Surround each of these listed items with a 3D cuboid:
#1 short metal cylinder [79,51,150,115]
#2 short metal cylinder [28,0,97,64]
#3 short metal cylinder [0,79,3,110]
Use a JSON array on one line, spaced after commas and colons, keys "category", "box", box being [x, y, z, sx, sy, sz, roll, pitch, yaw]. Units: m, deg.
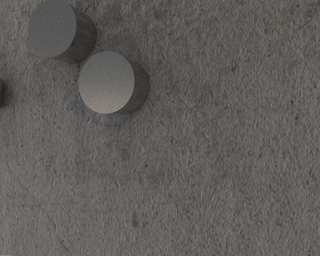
[{"category": "short metal cylinder", "box": [-0.060, -0.058, 0.417, 0.080, 0.050, 0.080, 0, 90, 20]}, {"category": "short metal cylinder", "box": [-0.139, -0.136, 0.445, 0.080, 0.050, 0.080, 0, 90, 20]}, {"category": "short metal cylinder", "box": [-0.291, -0.057, 0.483, 0.080, 0.080, 0.050, 7, 93, 20]}]
